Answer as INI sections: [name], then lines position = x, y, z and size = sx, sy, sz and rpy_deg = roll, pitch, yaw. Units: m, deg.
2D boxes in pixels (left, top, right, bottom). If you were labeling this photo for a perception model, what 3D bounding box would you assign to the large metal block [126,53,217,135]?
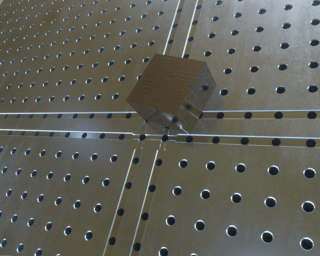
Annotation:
[large metal block]
position = 0.016, -0.047, 0.411
size = 0.080, 0.050, 0.080
rpy_deg = 19, 71, 35
